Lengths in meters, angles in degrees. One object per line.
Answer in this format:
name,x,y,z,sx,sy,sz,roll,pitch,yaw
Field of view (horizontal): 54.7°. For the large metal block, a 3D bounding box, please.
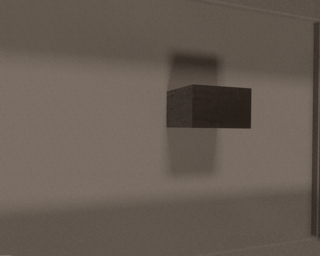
large metal block,0.061,-0.025,0.405,0.081,0.080,0.050,1,90,-20
